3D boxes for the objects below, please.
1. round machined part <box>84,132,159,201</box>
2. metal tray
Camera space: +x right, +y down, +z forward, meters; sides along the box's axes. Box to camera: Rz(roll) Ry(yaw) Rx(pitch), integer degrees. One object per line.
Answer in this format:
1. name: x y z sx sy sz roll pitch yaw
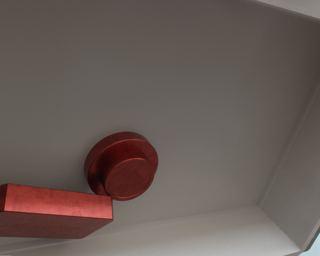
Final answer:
1. round machined part: -0.046 0.057 0.409 0.099 0.042 0.097 -14 125 -21
2. metal tray: -0.134 0.105 0.371 0.131 0.030 0.090 17 140 -35
